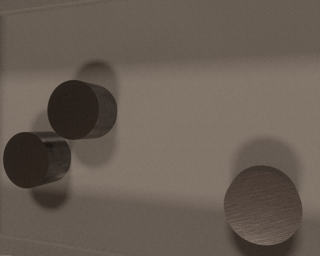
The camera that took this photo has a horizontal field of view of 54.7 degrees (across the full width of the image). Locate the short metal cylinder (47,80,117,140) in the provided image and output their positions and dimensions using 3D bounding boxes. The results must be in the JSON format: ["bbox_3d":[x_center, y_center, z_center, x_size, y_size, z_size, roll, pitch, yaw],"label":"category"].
[{"bbox_3d":[-0.108,-0.024,0.434,0.080,0.050,0.079,0,90,19],"label":"short metal cylinder"}]

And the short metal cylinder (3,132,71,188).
[{"bbox_3d":[-0.181,0.045,0.459,0.080,0.050,0.079,0,90,19],"label":"short metal cylinder"}]

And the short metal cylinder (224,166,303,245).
[{"bbox_3d":[0.118,0.086,0.356,0.080,0.050,0.079,0,90,19],"label":"short metal cylinder"}]
